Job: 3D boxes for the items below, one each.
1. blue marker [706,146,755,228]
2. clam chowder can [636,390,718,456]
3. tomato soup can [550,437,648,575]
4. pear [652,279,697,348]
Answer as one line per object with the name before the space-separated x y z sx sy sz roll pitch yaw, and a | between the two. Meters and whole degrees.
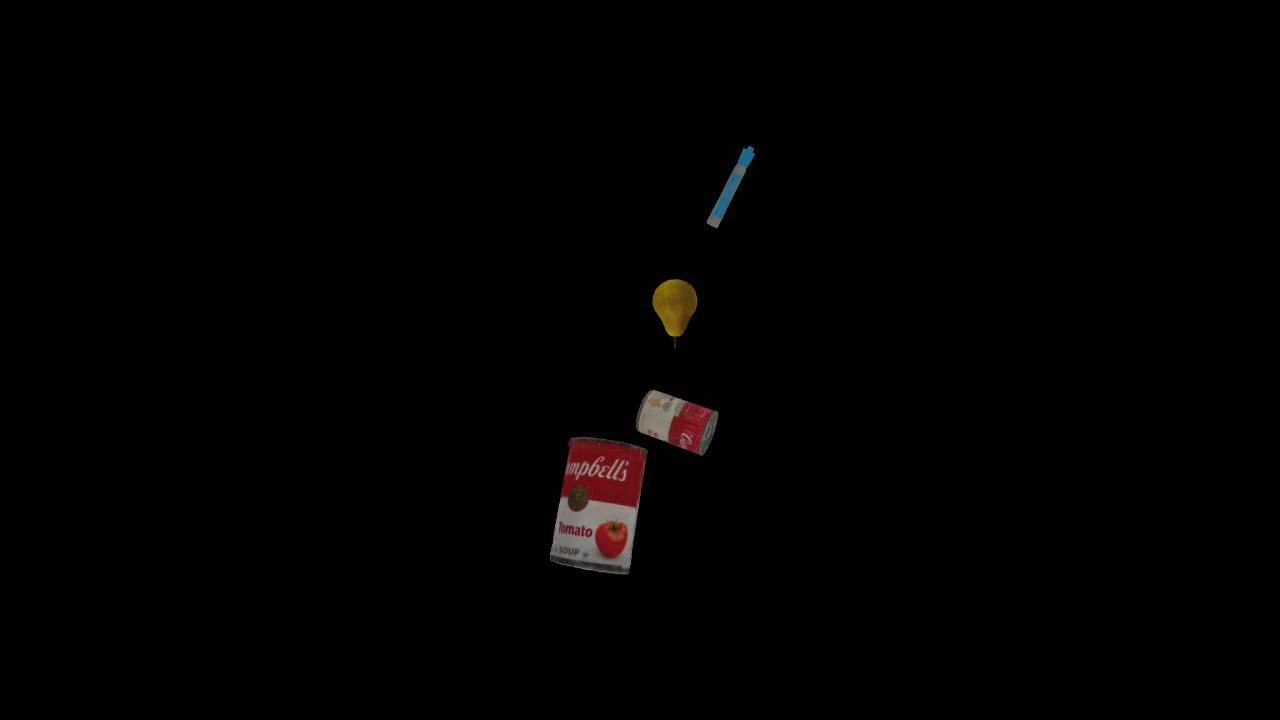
blue marker | 0.131 -0.249 0.884 0.020 0.121 0.020 24 18 -8
clam chowder can | 0.053 0.089 0.889 0.102 0.068 0.068 19 6 18
tomato soup can | -0.034 0.120 0.511 0.068 0.101 0.068 9 -15 2
pear | 0.060 -0.079 1.045 0.080 0.111 0.080 -3 -19 -1
